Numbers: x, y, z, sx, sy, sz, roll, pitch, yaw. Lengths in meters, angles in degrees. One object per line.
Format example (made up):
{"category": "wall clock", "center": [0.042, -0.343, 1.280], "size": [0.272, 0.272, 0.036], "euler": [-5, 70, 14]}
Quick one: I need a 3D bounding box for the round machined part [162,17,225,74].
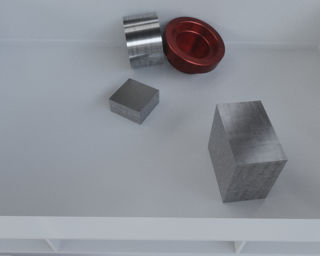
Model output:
{"category": "round machined part", "center": [0.048, -0.124, 0.486], "size": [0.099, 0.042, 0.098], "euler": [9, 59, -15]}

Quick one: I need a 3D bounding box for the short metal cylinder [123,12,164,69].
{"category": "short metal cylinder", "center": [-0.026, -0.135, 0.480], "size": [0.050, 0.080, 0.080], "euler": [-9, 51, -2]}

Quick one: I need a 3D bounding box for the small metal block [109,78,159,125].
{"category": "small metal block", "center": [-0.035, -0.038, 0.437], "size": [0.050, 0.025, 0.050], "euler": [24, 54, 18]}

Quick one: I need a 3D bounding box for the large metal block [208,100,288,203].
{"category": "large metal block", "center": [0.092, 0.027, 0.348], "size": [0.050, 0.080, 0.080], "euler": [-5, 50, -5]}
